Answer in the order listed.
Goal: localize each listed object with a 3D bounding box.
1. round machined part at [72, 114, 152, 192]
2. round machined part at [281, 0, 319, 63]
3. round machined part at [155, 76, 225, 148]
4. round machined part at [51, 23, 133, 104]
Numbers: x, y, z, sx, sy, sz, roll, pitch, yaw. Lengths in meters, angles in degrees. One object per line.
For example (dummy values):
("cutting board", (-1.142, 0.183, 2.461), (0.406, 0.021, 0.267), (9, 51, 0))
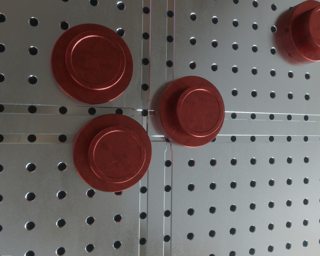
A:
("round machined part", (-0.056, 0.031, 0.383), (0.099, 0.042, 0.097), (0, 90, -20))
("round machined part", (0.247, -0.155, 0.494), (0.099, 0.042, 0.097), (0, 90, -20))
("round machined part", (0.046, -0.022, 0.420), (0.099, 0.042, 0.097), (0, 90, -20))
("round machined part", (-0.080, -0.078, 0.374), (0.099, 0.042, 0.097), (0, 90, -20))
